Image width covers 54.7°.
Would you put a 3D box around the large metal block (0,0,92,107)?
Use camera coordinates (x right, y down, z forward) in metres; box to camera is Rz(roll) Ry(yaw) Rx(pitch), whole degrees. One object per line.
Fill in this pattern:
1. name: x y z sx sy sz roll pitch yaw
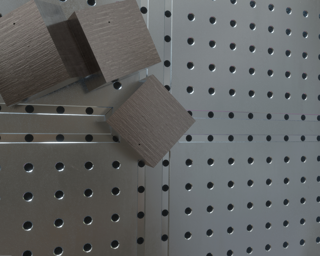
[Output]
1. large metal block: -0.134 -0.078 0.330 0.080 0.050 0.080 -20 99 16

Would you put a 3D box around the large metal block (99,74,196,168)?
1. large metal block: -0.017 -0.008 0.394 0.080 0.050 0.080 46 75 -15

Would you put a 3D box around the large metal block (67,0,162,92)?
1. large metal block: -0.057 -0.098 0.369 0.081 0.050 0.080 -29 100 -33
